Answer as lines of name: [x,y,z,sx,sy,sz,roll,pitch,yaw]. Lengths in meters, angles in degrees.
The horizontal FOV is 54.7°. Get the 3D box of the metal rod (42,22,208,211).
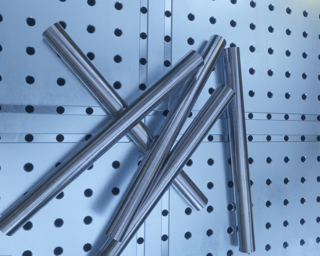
metal rod: [-0.036,-0.005,0.400,0.025,0.025,0.300,-44,104,-15]

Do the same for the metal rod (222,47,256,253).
metal rod: [0.116,0.033,0.457,0.025,0.025,0.298,-6,92,-20]

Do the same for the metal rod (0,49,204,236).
metal rod: [-0.064,0.012,0.367,0.301,0.025,0.025,-42,104,-7]

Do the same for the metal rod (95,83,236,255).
metal rod: [-0.001,0.071,0.389,0.025,0.025,0.300,37,87,-17]

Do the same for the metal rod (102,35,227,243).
metal rod: [0.015,-0.001,0.396,0.025,0.025,0.300,35,70,-17]
